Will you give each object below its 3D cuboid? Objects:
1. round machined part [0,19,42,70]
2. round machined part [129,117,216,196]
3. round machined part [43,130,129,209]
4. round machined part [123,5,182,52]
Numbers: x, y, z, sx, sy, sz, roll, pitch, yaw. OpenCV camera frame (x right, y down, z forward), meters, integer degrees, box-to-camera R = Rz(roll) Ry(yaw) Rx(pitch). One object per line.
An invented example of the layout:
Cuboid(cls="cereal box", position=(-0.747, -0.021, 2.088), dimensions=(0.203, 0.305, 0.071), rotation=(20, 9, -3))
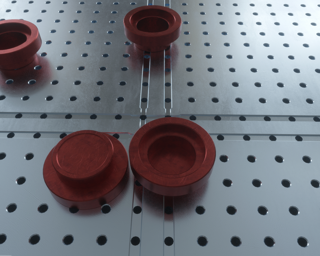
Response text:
Cuboid(cls="round machined part", position=(-0.243, -0.132, 0.505), dimensions=(0.099, 0.042, 0.098), rotation=(0, 50, 0))
Cuboid(cls="round machined part", position=(0.014, 0.037, 0.366), dimensions=(0.099, 0.042, 0.098), rotation=(0, 50, 0))
Cuboid(cls="round machined part", position=(-0.086, 0.041, 0.361), dimensions=(0.099, 0.042, 0.098), rotation=(0, 50, 0))
Cuboid(cls="round machined part", position=(-0.013, -0.169, 0.539), dimensions=(0.099, 0.042, 0.098), rotation=(0, 50, 0))
